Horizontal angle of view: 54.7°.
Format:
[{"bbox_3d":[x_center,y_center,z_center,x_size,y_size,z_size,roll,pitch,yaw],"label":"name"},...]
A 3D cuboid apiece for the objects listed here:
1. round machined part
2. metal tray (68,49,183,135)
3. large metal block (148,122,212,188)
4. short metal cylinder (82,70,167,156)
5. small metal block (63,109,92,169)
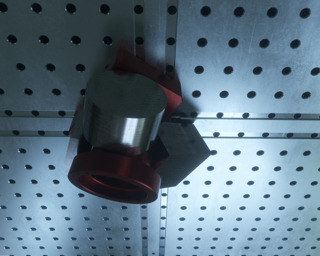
[{"bbox_3d":[-0.047,0.048,0.342,0.099,0.042,0.098,9,151,6],"label":"round machined part"},{"bbox_3d":[-0.045,-0.023,0.389,0.090,0.030,0.129,28,125,-22],"label":"metal tray"},{"bbox_3d":[0.006,0.038,0.404,0.081,0.050,0.080,3,139,-45],"label":"large metal block"},{"bbox_3d":[-0.038,-0.017,0.321,0.081,0.080,0.050,10,129,-9],"label":"short metal cylinder"},{"bbox_3d":[-0.092,0.015,0.365,0.025,0.050,0.050,15,128,-13],"label":"small metal block"}]
